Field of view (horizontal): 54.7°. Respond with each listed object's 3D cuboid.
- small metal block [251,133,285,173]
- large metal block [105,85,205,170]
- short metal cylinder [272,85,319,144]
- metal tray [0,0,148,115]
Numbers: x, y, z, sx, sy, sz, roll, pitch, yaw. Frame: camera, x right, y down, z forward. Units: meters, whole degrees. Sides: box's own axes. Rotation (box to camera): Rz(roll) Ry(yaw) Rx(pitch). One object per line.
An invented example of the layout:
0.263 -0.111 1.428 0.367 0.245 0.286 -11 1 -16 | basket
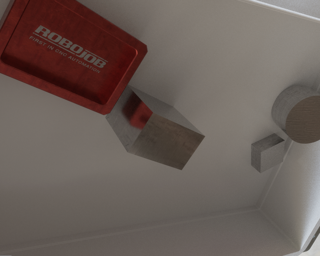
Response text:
0.188 0.044 0.542 0.050 0.025 0.050 -23 127 -15 | small metal block
-0.008 -0.002 0.369 0.080 0.080 0.050 23 106 -37 | large metal block
0.226 -0.022 0.489 0.081 0.050 0.079 -2 116 -5 | short metal cylinder
-0.088 -0.077 0.310 0.131 0.030 0.090 24 105 -37 | metal tray
